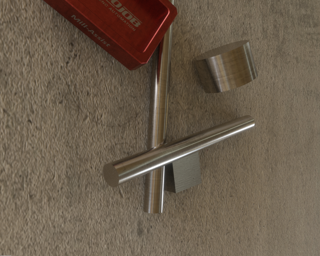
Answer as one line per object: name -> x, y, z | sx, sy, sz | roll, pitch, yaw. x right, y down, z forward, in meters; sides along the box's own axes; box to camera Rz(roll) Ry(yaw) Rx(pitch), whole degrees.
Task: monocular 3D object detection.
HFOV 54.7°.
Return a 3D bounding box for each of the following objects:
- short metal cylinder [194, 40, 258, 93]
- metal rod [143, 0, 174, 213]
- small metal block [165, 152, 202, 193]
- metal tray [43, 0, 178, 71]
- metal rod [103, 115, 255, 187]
short metal cylinder -> 0.095, -0.089, 0.448 | 0.081, 0.080, 0.050 | -34, 111, -35
metal rod -> 0.000, -0.042, 0.404 | 0.025, 0.025, 0.298 | 5, 87, -40
small metal block -> 0.029, 0.057, 0.429 | 0.050, 0.025, 0.050 | -11, 97, -39
metal tray -> -0.052, -0.138, 0.341 | 0.130, 0.030, 0.090 | 37, 67, -22
metal rod -> 0.051, 0.019, 0.422 | 0.302, 0.025, 0.025 | -16, 101, -46
